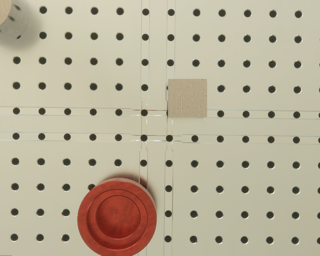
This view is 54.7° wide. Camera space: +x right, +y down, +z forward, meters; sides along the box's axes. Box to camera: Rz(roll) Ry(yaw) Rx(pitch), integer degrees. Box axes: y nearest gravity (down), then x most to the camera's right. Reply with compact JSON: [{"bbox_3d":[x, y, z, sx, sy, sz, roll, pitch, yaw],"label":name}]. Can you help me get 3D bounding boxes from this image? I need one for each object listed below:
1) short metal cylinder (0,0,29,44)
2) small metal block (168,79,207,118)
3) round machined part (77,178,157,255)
[{"bbox_3d":[-0.219,-0.155,0.399,0.081,0.050,0.080,0,90,0],"label":"short metal cylinder"},{"bbox_3d":[0.036,-0.039,0.413,0.050,0.025,0.050,0,90,0],"label":"small metal block"},{"bbox_3d":[-0.053,0.114,0.404,0.099,0.042,0.097,0,90,0],"label":"round machined part"}]
